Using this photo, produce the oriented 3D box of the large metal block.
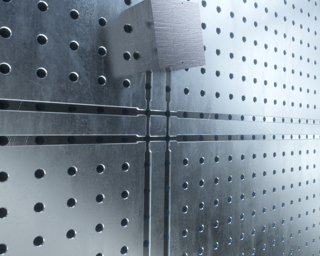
[{"bbox_3d":[0.009,-0.116,0.399,0.081,0.050,0.080,-13,98,-39],"label":"large metal block"}]
